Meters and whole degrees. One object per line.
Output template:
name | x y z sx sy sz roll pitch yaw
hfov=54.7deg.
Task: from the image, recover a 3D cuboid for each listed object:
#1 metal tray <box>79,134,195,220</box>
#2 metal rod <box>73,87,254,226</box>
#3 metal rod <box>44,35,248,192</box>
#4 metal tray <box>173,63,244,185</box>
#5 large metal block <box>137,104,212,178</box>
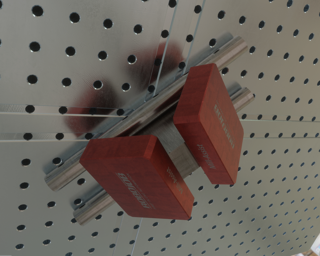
metal tray | -0.023 0.063 0.369 0.090 0.030 0.130 -5 135 27
metal rod | 0.008 0.038 0.441 0.301 0.025 0.025 -36 130 -5
metal rod | -0.014 -0.020 0.393 0.301 0.025 0.025 -37 130 -4
metal tray | 0.065 -0.001 0.377 0.130 0.030 0.090 56 42 -39
large metal block | 0.016 0.017 0.396 0.080 0.080 0.050 -36 130 -5
